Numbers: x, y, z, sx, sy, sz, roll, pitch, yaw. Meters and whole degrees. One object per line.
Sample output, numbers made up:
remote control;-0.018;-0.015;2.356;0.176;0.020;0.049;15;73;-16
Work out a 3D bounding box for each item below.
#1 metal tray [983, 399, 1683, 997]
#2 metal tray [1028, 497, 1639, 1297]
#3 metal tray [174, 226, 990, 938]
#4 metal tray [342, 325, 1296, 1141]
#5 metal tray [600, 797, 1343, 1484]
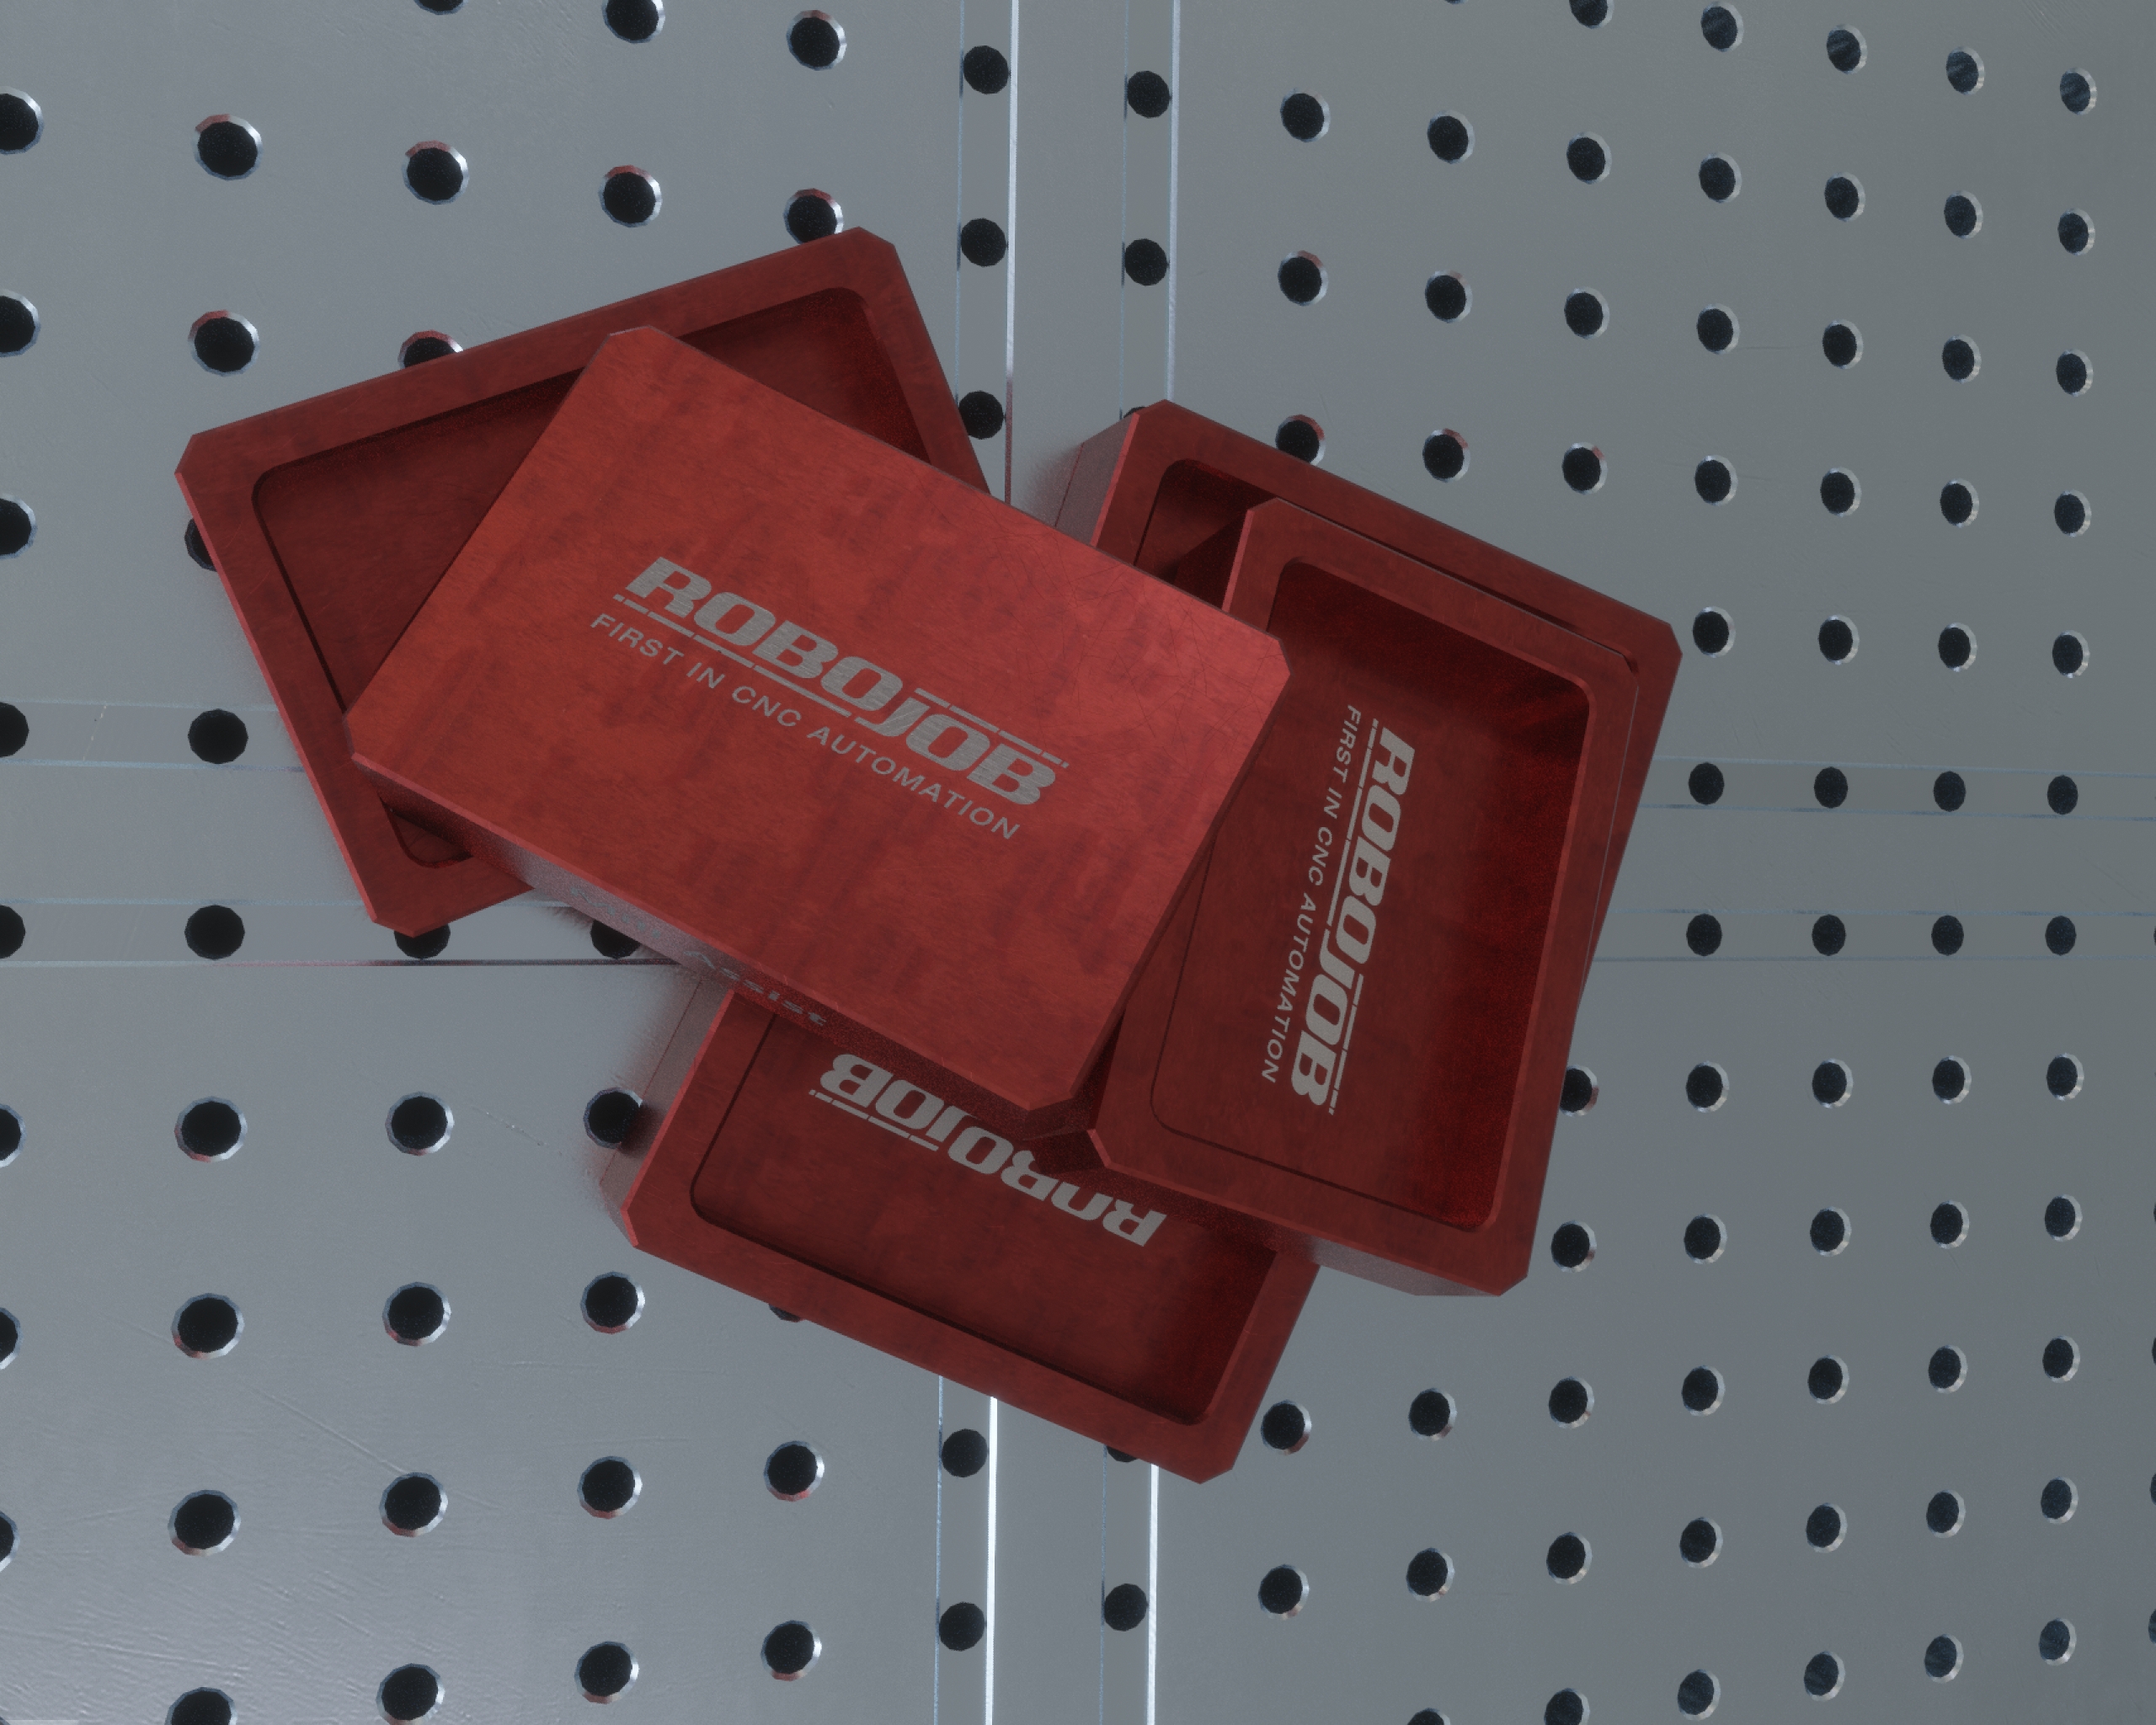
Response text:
metal tray;0.052;-0.027;0.428;0.131;0.030;0.090;20;83;-18
metal tray;0.051;0.008;0.395;0.090;0.030;0.130;21;71;-19
metal tray;-0.081;-0.052;0.380;0.131;0.030;0.090;-24;98;-18
metal tray;-0.041;-0.023;0.351;0.130;0.030;0.090;27;72;4
metal tray;-0.013;0.054;0.405;0.131;0.030;0.090;28;81;-18
